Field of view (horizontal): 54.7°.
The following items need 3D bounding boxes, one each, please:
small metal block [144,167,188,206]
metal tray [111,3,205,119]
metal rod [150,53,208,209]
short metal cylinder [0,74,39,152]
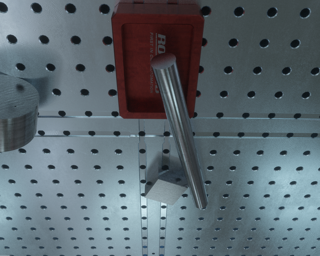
[{"bbox_3d":[0.009,0.093,0.491,0.050,0.025,0.050,20,127,-17],"label":"small metal block"},{"bbox_3d":[-0.003,-0.069,0.349,0.091,0.030,0.129,0,130,-1],"label":"metal tray"},{"bbox_3d":[0.035,0.030,0.407,0.025,0.025,0.299,-10,139,8],"label":"metal rod"},{"bbox_3d":[-0.184,-0.018,0.357,0.081,0.080,0.050,14,129,-12],"label":"short metal cylinder"}]
